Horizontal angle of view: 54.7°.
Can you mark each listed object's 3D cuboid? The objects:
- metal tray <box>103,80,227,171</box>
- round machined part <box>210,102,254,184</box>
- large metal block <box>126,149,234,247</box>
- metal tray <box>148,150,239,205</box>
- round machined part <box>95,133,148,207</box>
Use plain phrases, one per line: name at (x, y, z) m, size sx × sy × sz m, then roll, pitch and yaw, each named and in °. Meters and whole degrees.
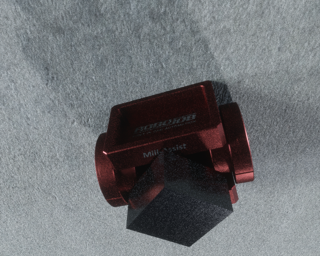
metal tray at (0.004, -0.005, 0.363) m, size 0.130 × 0.090 × 0.030 m, roll -14°, pitch 129°, yaw 11°
round machined part at (0.082, 0.020, 0.379) m, size 0.042 × 0.098 × 0.098 m, roll -12°, pitch 129°, yaw 10°
large metal block at (0.019, 0.079, 0.339) m, size 0.080 × 0.050 × 0.080 m, roll 23°, pitch 126°, yaw -19°
metal tray at (0.032, 0.069, 0.423) m, size 0.130 × 0.090 × 0.030 m, roll -13°, pitch 129°, yaw 10°
round machined part at (-0.045, 0.050, 0.402) m, size 0.042 × 0.098 × 0.098 m, roll -12°, pitch 129°, yaw 10°
